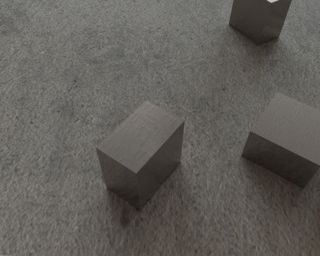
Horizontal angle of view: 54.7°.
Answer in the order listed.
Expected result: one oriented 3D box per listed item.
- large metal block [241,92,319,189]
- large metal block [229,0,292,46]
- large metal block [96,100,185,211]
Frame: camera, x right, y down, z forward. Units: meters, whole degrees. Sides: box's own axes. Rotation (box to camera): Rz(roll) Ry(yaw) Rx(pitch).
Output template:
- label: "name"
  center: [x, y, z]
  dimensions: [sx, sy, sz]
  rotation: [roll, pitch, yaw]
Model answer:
- label: "large metal block"
  center: [0.159, 0.013, 0.378]
  dimensions: [0.080, 0.050, 0.080]
  rotation: [29, 56, 22]
- label: "large metal block"
  center: [0.173, -0.206, 0.543]
  dimensions: [0.050, 0.080, 0.080]
  rotation: [-26, 55, -20]
- label: "large metal block"
  center: [-0.018, 0.031, 0.341]
  dimensions: [0.050, 0.080, 0.080]
  rotation: [29, 56, 22]
